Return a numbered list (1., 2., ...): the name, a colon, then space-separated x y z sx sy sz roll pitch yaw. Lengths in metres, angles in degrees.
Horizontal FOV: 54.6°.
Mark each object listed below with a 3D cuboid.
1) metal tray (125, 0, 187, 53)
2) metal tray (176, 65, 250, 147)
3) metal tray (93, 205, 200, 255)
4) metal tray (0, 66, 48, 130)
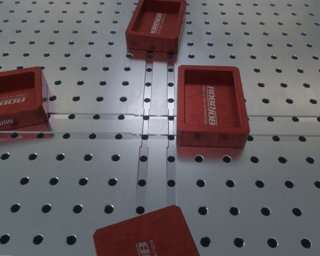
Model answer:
1. metal tray: -0.004 -0.191 0.565 0.090 0.030 0.130 8 50 6
2. metal tray: 0.069 -0.035 0.433 0.090 0.030 0.130 2 50 2
3. metal tray: -0.003 0.145 0.283 0.091 0.030 0.130 -15 52 -12
4. metal tray: -0.229 -0.038 0.435 0.131 0.030 0.090 -11 51 -10
